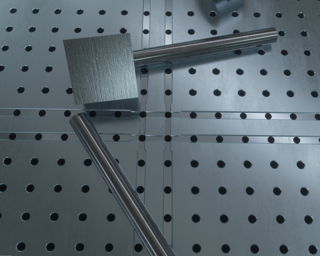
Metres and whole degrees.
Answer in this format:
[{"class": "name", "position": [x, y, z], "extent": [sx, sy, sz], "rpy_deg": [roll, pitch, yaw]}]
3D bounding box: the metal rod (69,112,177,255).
[{"class": "metal rod", "position": [-0.027, 0.104, 0.373], "extent": [0.025, 0.025, 0.299], "rpy_deg": [-32, 73, -11]}]

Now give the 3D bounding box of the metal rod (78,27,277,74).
[{"class": "metal rod", "position": [0.022, -0.110, 0.452], "extent": [0.302, 0.025, 0.025], "rpy_deg": [-11, 71, -5]}]

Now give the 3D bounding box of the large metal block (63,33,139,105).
[{"class": "large metal block", "position": [-0.074, -0.079, 0.406], "extent": [0.081, 0.050, 0.079], "rpy_deg": [-7, 107, -3]}]
